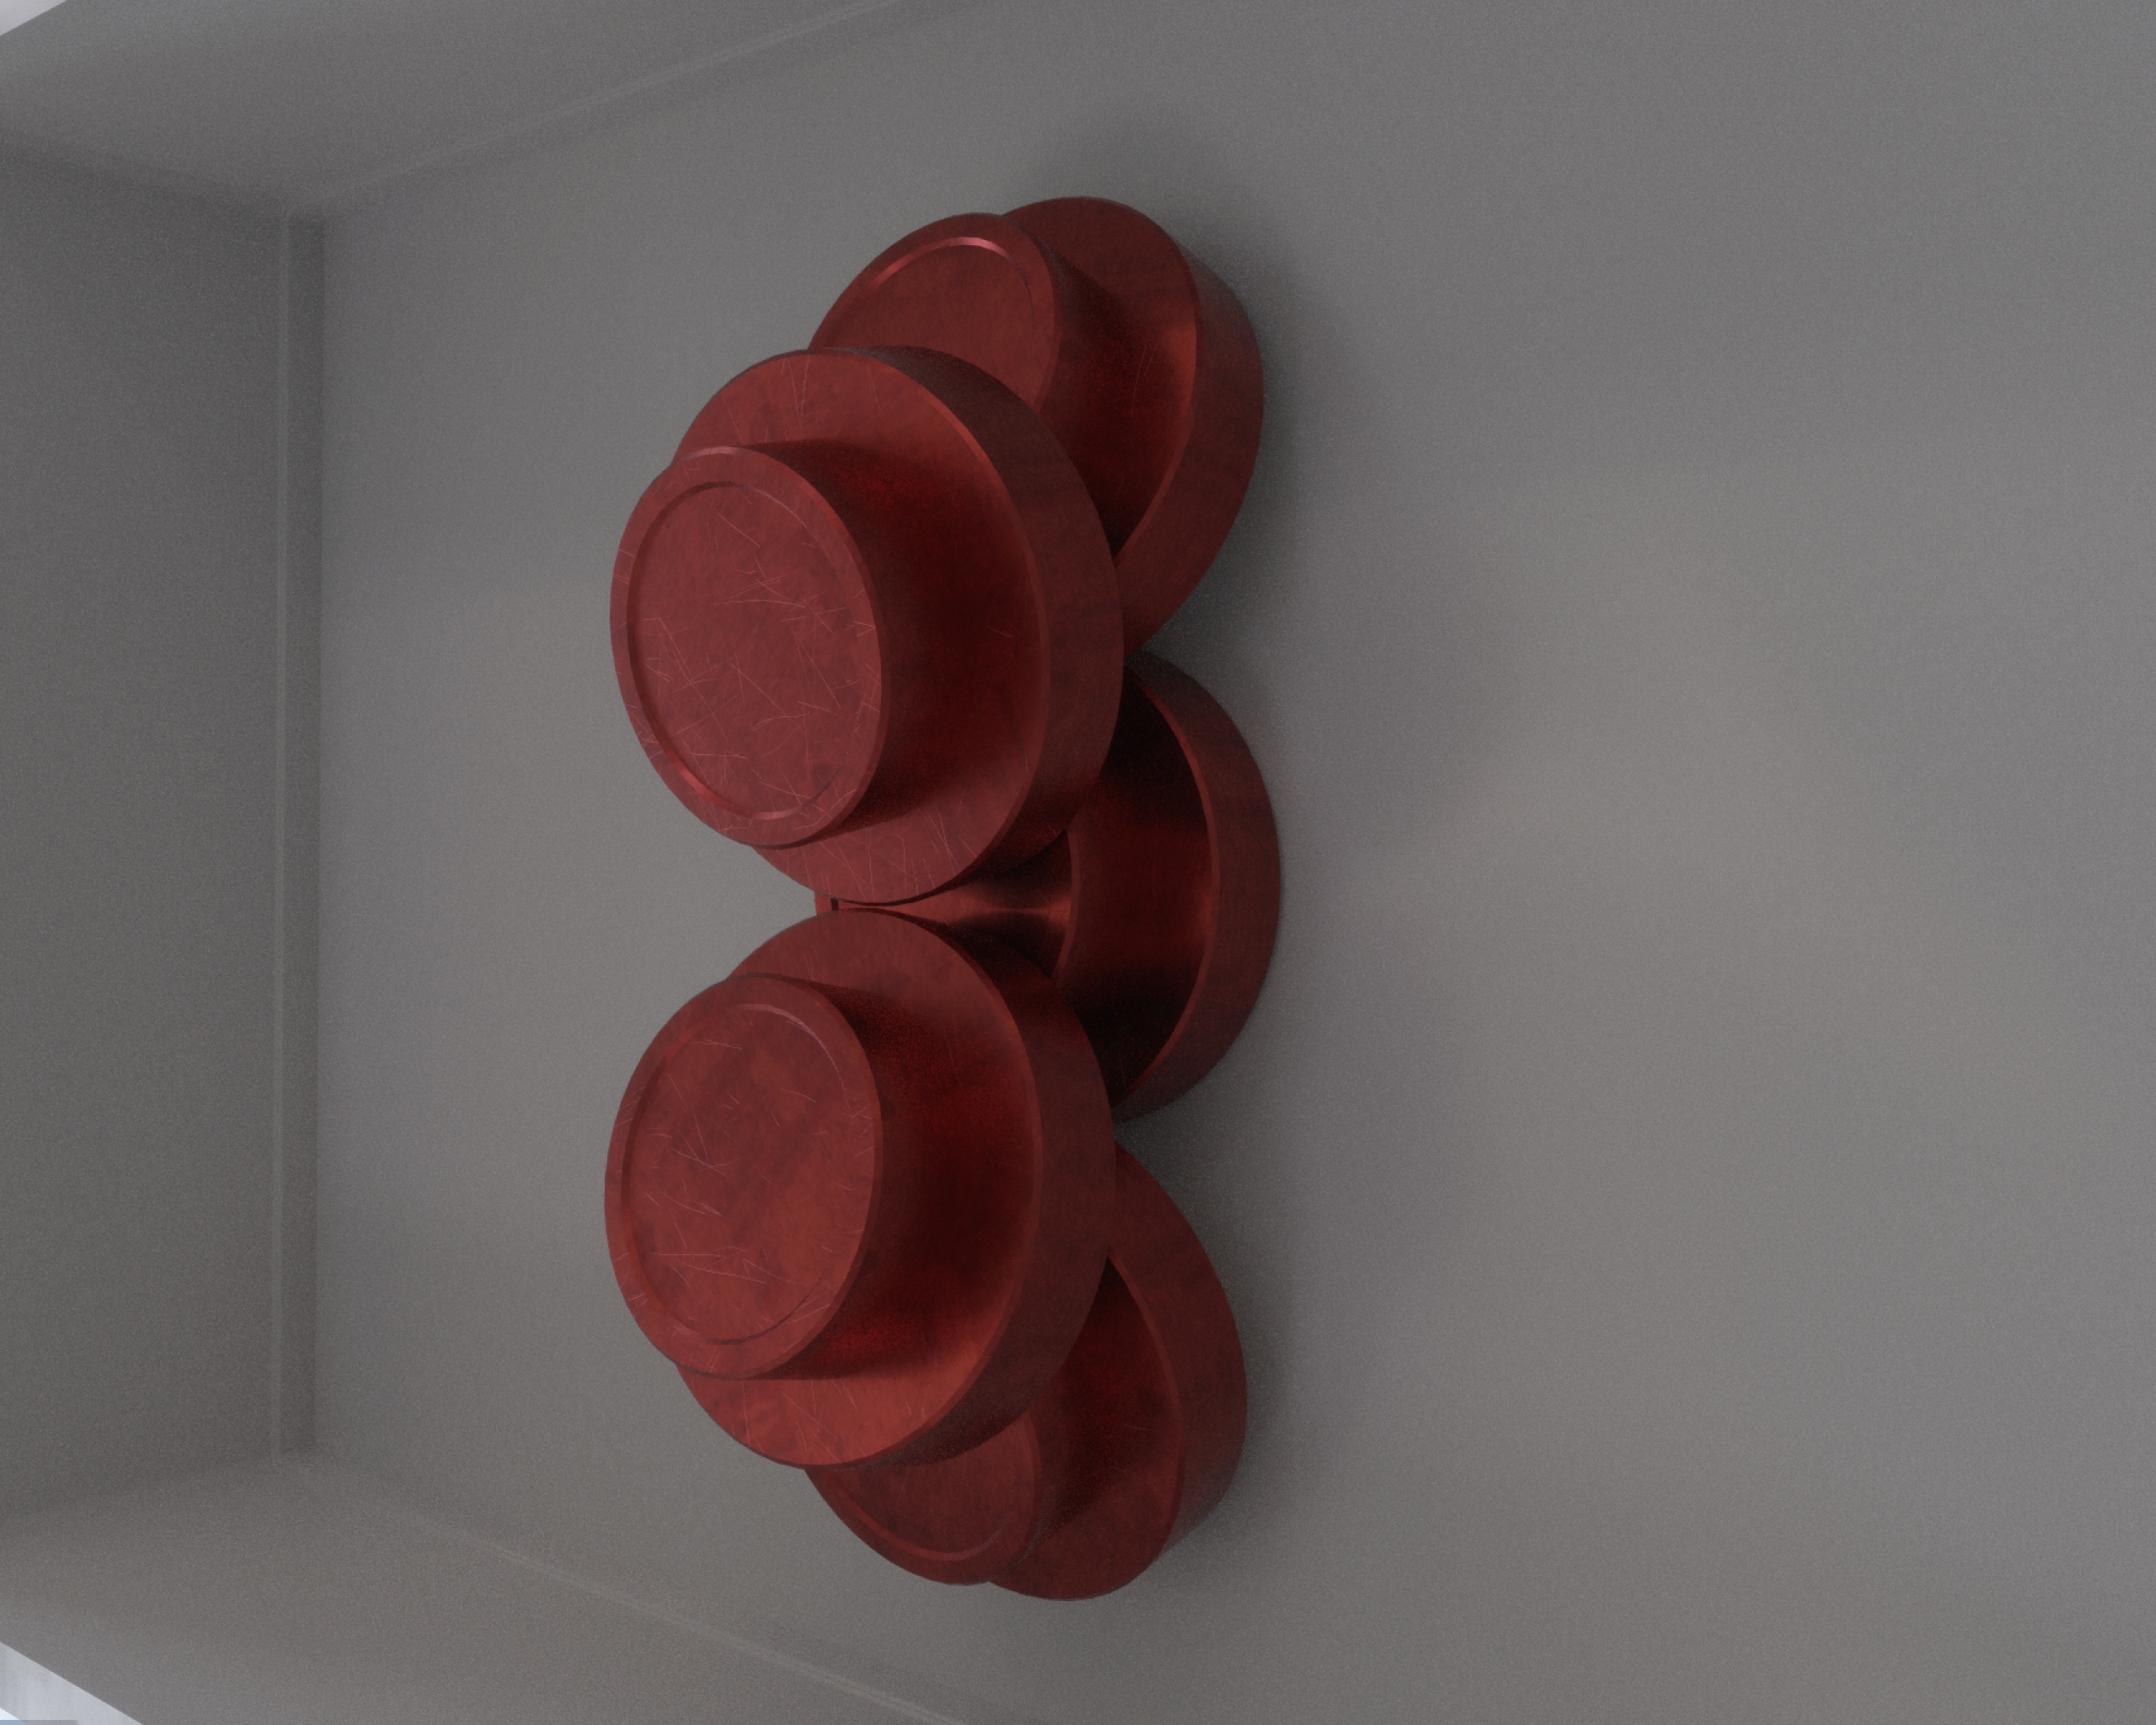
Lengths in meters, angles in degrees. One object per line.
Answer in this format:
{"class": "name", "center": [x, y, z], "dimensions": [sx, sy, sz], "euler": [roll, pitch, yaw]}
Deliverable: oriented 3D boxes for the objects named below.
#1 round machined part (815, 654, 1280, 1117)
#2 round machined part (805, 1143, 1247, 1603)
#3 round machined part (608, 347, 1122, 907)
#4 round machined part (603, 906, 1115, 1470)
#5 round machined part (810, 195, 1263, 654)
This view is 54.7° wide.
{"class": "round machined part", "center": [-0.013, 0.004, 0.405], "dimensions": [0.098, 0.042, 0.097], "euler": [-1, 88, 40]}
{"class": "round machined part", "center": [-0.020, 0.095, 0.393], "dimensions": [0.098, 0.042, 0.097], "euler": [15, 114, 36]}
{"class": "round machined part", "center": [-0.044, -0.039, 0.363], "dimensions": [0.098, 0.042, 0.097], "euler": [12, 110, 37]}
{"class": "round machined part", "center": [-0.045, 0.055, 0.364], "dimensions": [0.098, 0.042, 0.098], "euler": [-11, 72, 37]}
{"class": "round machined part", "center": [-0.017, -0.082, 0.394], "dimensions": [0.098, 0.042, 0.098], "euler": [-15, 65, 35]}
